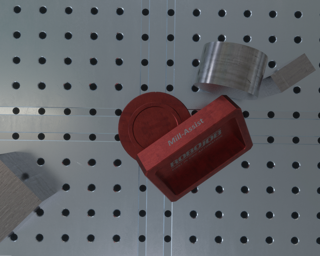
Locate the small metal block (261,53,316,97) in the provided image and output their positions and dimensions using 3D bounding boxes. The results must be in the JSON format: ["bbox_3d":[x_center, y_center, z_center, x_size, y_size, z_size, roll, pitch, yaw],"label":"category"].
[{"bbox_3d":[0.162,-0.067,0.402,0.050,0.050,0.025,-33,90,0],"label":"small metal block"}]

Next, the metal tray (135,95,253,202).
[{"bbox_3d":[0.046,0.029,0.383,0.130,0.090,0.030,-35,48,0],"label":"metal tray"}]

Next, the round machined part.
[{"bbox_3d":[-0.006,0.001,0.405,0.099,0.042,0.097,0,90,-1],"label":"round machined part"}]

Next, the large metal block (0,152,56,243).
[{"bbox_3d":[-0.199,0.089,0.399,0.080,0.050,0.080,-45,90,0],"label":"large metal block"}]

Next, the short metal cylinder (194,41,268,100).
[{"bbox_3d":[0.088,-0.069,0.387,0.080,0.080,0.050,14,90,0],"label":"short metal cylinder"}]
